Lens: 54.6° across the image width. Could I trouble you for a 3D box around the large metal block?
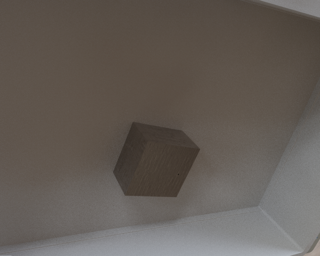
[{"bbox_3d":[-0.006,0.044,0.416,0.081,0.050,0.080,10,113,-33],"label":"large metal block"}]
